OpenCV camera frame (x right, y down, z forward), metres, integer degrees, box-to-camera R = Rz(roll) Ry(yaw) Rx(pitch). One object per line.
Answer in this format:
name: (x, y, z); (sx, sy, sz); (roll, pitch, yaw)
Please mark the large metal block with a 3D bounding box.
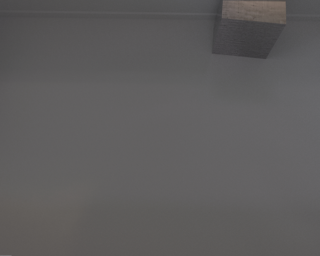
large metal block: (0.121, -0.144, 0.434); (0.080, 0.080, 0.050); (6, 70, 2)
